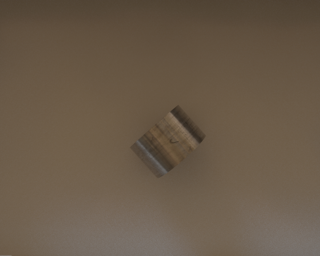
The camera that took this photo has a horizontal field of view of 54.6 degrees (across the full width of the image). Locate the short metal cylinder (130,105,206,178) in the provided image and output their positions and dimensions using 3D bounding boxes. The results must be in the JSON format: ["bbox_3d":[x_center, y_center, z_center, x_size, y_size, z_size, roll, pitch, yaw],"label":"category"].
[{"bbox_3d":[0.010,0.016,0.384,0.080,0.080,0.050,-42,90,0],"label":"short metal cylinder"}]
